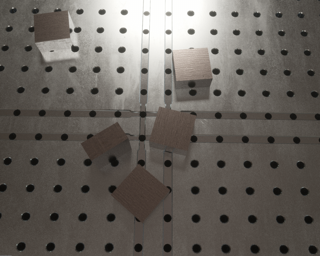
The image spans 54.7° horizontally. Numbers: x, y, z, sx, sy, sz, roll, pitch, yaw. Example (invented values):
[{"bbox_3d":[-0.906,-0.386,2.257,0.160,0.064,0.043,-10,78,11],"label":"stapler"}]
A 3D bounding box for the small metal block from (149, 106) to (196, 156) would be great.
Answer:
[{"bbox_3d":[0.017,0.004,0.410,0.050,0.025,0.050,14,71,5],"label":"small metal block"}]

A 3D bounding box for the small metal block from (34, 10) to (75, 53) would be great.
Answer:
[{"bbox_3d":[-0.158,-0.144,0.463,0.050,0.025,0.050,-9,70,-4],"label":"small metal block"}]

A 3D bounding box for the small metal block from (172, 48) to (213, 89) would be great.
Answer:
[{"bbox_3d":[0.045,-0.085,0.443,0.050,0.025,0.050,-5,70,-2],"label":"small metal block"}]

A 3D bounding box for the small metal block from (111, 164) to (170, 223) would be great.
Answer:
[{"bbox_3d":[-0.023,0.081,0.382,0.050,0.025,0.050,39,74,12],"label":"small metal block"}]

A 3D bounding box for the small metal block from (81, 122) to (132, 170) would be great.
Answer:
[{"bbox_3d":[-0.065,0.024,0.389,0.050,0.050,0.025,-32,74,-11],"label":"small metal block"}]
